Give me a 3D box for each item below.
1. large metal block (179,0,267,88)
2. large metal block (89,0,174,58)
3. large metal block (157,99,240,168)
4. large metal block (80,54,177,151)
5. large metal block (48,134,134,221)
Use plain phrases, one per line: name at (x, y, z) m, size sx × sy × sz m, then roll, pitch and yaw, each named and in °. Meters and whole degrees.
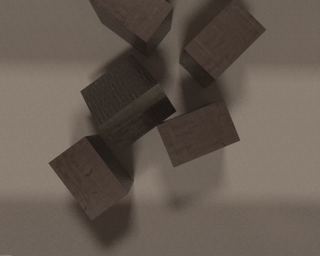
large metal block at (0.072, -0.099, 0.385) m, size 0.080 × 0.080 × 0.050 m, roll -45°, pitch 91°, yaw 0°
large metal block at (-0.032, -0.139, 0.383) m, size 0.080 × 0.080 × 0.050 m, roll 37°, pitch 90°, yaw -1°
large metal block at (0.042, 0.005, 0.384) m, size 0.080 × 0.080 × 0.050 m, roll -22°, pitch 92°, yaw 0°
large metal block at (-0.040, -0.033, 0.377) m, size 0.080 × 0.080 × 0.050 m, roll -36°, pitch 135°, yaw 0°
large metal block at (-0.080, 0.056, 0.383) m, size 0.050 × 0.080 × 0.080 m, roll -37°, pitch 90°, yaw 0°
